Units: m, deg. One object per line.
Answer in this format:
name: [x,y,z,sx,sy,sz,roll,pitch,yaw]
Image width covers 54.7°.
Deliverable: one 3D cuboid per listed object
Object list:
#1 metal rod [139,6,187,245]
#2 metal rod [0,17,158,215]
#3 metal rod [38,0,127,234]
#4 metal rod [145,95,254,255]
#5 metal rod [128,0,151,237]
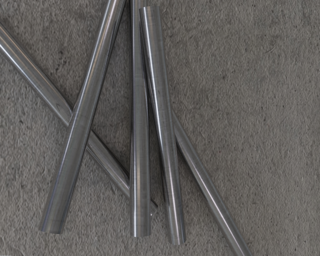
metal rod: [0.006,0.006,0.389,0.025,0.025,0.298,-11,102,-20]
metal rod: [-0.102,-0.007,0.371,0.025,0.025,0.300,-41,103,-15]
metal rod: [-0.082,-0.035,0.355,0.025,0.025,0.299,17,76,-19]
metal rod: [0.061,0.076,0.431,0.025,0.025,0.299,-33,101,-17]
metal rod: [-0.026,-0.022,0.383,0.025,0.025,0.298,1,84,-20]
